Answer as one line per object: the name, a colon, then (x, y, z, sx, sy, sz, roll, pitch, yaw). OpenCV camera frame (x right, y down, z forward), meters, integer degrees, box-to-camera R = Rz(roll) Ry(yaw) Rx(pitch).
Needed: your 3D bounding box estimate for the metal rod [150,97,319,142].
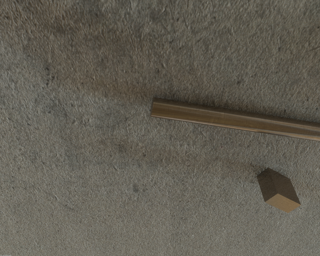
metal rod: (0.138, -0.005, 0.404, 0.302, 0.025, 0.025, 8, 130, -8)

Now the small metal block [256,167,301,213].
small metal block: (0.181, 0.095, 0.475, 0.050, 0.050, 0.025, 27, 125, -22)
